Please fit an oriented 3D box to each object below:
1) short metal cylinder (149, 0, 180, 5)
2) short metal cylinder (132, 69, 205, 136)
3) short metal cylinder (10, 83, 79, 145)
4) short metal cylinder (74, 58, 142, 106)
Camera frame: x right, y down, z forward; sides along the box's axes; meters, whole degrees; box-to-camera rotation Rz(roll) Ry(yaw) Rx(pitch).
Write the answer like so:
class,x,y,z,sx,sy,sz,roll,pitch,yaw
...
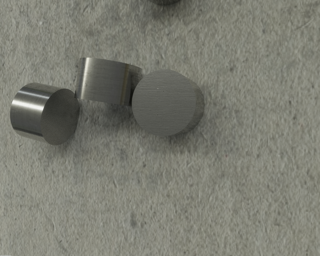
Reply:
class,x,y,z,sx,sy,sz,roll,pitch,yaw
short metal cylinder,0.002,-0.205,0.394,0.080,0.050,0.079,0,90,19
short metal cylinder,0.012,-0.030,0.391,0.080,0.050,0.079,0,90,19
short metal cylinder,-0.159,-0.020,0.434,0.050,0.080,0.079,13,94,19
short metal cylinder,-0.067,-0.058,0.402,0.080,0.080,0.050,10,93,19
